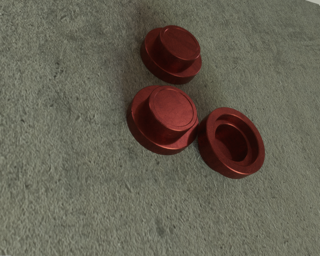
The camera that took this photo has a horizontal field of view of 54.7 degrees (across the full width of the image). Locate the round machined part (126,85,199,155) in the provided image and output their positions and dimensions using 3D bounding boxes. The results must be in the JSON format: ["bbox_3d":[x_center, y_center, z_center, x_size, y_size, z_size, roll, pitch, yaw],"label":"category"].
[{"bbox_3d":[0.009,-0.017,0.408,0.099,0.042,0.098,13,56,-21],"label":"round machined part"}]

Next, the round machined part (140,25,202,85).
[{"bbox_3d":[0.023,-0.119,0.477,0.099,0.042,0.098,14,56,-21],"label":"round machined part"}]

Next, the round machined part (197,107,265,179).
[{"bbox_3d":[0.092,0.024,0.425,0.099,0.042,0.098,15,57,-24],"label":"round machined part"}]
